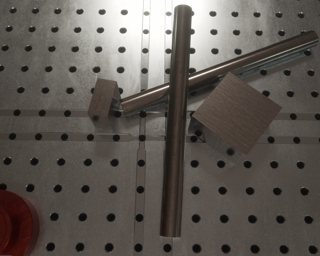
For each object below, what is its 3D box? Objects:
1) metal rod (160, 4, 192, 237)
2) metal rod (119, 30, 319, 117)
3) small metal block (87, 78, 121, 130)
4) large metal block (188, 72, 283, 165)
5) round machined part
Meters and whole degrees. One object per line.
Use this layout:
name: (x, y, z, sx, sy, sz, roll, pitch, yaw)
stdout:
metal rod: (0.022, -0.018, 0.397, 0.025, 0.025, 0.299, 4, 78, 1)
metal rod: (0.089, -0.080, 0.442, 0.302, 0.025, 0.025, -21, 72, -8)
small metal block: (-0.072, -0.030, 0.409, 0.025, 0.050, 0.050, 10, 70, 3)
large metal block: (0.095, -0.012, 0.404, 0.080, 0.050, 0.080, 38, 74, 12)
round machined part: (-0.196, 0.120, 0.356, 0.099, 0.042, 0.098, 0, 70, -1)
